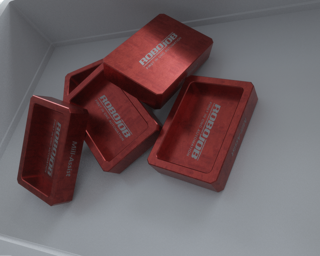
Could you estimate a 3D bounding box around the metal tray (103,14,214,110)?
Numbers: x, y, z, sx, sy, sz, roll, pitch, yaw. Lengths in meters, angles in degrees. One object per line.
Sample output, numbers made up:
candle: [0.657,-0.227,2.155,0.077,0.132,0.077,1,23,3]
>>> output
metal tray: [0.000,-0.093,0.412,0.090,0.030,0.131,33,59,15]

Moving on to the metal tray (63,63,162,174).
metal tray: [-0.064,-0.016,0.414,0.090,0.030,0.130,-41,66,8]

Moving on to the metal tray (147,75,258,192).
metal tray: [0.052,0.001,0.371,0.090,0.030,0.130,13,68,33]

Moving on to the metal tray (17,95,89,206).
metal tray: [-0.148,0.028,0.421,0.090,0.030,0.129,19,100,35]

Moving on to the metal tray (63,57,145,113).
metal tray: [-0.089,-0.065,0.485,0.130,0.030,0.090,-19,54,16]
